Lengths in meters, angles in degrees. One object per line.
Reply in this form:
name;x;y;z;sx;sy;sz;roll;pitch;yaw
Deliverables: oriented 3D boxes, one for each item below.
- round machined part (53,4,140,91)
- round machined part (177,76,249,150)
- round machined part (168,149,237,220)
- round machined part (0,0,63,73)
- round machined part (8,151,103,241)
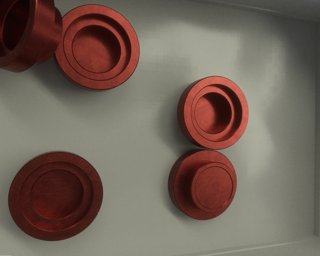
round machined part;-0.077;-0.092;0.372;0.099;0.042;0.097;0;90;-21
round machined part;0.068;-0.020;0.426;0.099;0.042;0.097;0;90;-20
round machined part;0.064;0.078;0.425;0.099;0.042;0.097;0;90;-20
round machined part;-0.142;-0.106;0.329;0.042;0.098;0.097;12;85;-55
round machined part;-0.118;0.075;0.358;0.099;0.042;0.097;0;90;-20
